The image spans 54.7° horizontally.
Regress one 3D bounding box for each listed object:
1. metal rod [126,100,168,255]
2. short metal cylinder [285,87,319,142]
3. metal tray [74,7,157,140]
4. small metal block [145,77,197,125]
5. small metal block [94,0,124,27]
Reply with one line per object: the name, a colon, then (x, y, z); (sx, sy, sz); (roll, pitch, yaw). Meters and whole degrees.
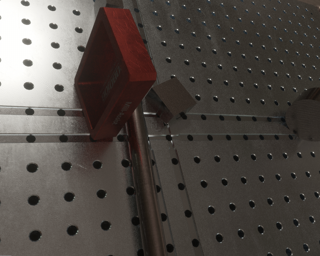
metal rod: (-0.025, 0.027, 0.379); (0.025, 0.025, 0.299); (4, 60, -27)
short metal cylinder: (0.267, -0.023, 0.534); (0.080, 0.080, 0.050); (49, 51, 5)
metal tray: (-0.057, -0.054, 0.345); (0.030, 0.129, 0.090); (-9, 66, -32)
small metal block: (0.016, -0.040, 0.443); (0.050, 0.025, 0.050); (-30, 79, -38)
small metal block: (-0.078, -0.182, 0.462); (0.025, 0.050, 0.050); (2, 61, -28)
